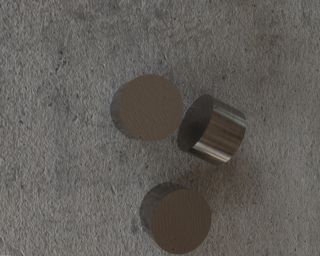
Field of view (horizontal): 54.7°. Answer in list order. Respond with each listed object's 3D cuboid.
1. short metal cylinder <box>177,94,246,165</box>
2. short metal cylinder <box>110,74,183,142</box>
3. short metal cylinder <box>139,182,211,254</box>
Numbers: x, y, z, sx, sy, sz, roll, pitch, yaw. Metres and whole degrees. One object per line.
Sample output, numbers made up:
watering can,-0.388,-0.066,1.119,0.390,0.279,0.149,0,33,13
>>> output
short metal cylinder,0.065,0.003,0.404,0.050,0.080,0.080,25,82,-18
short metal cylinder,-0.018,-0.024,0.389,0.081,0.050,0.080,0,90,-20
short metal cylinder,0.019,0.115,0.403,0.081,0.050,0.080,0,90,-20
